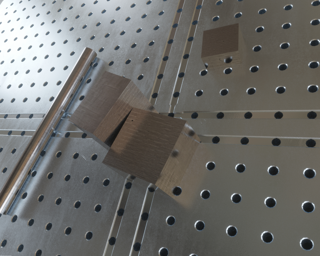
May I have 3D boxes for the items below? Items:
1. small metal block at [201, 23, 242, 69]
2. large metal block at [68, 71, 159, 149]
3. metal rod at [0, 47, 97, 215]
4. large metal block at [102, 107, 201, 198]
[{"bbox_3d":[0.087,-0.114,0.432,0.050,0.025,0.050,-6,59,25],"label":"small metal block"},{"bbox_3d":[-0.058,-0.015,0.411,0.050,0.080,0.080,24,75,36],"label":"large metal block"},{"bbox_3d":[-0.181,-0.007,0.504,0.025,0.025,0.300,11,67,32],"label":"metal rod"},{"bbox_3d":[-0.009,0.028,0.378,0.080,0.050,0.080,16,70,34],"label":"large metal block"}]
